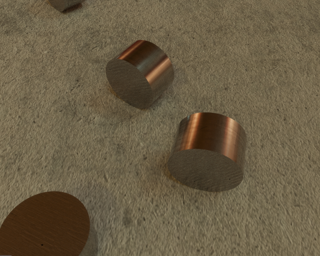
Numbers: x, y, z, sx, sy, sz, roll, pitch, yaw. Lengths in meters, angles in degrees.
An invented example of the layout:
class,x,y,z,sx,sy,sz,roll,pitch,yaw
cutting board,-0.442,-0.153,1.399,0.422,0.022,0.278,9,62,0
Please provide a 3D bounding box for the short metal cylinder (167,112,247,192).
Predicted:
class,x,y,z,sx,sy,sz,roll,pitch,yaw
short metal cylinder,0.053,0.028,0.344,0.080,0.080,0.050,11,51,9

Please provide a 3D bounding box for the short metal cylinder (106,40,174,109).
class,x,y,z,sx,sy,sz,roll,pitch,yaw
short metal cylinder,-0.028,-0.074,0.429,0.080,0.080,0.050,28,56,21

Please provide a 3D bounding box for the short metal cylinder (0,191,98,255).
class,x,y,z,sx,sy,sz,roll,pitch,yaw
short metal cylinder,-0.103,0.108,0.295,0.080,0.050,0.080,0,50,0

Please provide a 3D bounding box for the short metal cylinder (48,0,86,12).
class,x,y,z,sx,sy,sz,roll,pitch,yaw
short metal cylinder,-0.187,-0.273,0.595,0.050,0.080,0.080,-37,59,-27
